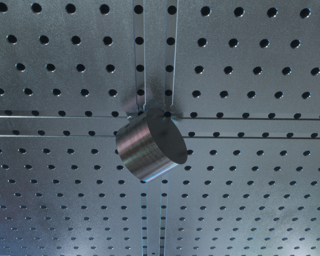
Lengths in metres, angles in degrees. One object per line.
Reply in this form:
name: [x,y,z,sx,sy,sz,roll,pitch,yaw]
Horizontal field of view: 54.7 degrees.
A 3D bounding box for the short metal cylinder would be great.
short metal cylinder: [-0.009,0.021,0.393,0.050,0.080,0.080,-33,123,24]
